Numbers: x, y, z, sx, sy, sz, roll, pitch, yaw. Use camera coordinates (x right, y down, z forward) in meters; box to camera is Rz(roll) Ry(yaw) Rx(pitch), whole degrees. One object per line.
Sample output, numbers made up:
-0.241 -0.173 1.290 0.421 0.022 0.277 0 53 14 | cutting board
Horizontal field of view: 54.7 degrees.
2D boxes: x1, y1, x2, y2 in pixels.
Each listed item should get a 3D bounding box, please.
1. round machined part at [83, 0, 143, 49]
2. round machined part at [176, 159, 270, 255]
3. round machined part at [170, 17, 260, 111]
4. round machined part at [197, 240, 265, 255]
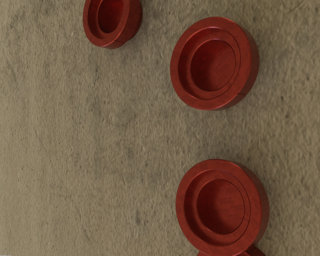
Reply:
-0.063 -0.162 0.444 0.098 0.042 0.097 0 90 39 | round machined part
0.068 0.083 0.330 0.098 0.042 0.097 -8 77 38 | round machined part
0.062 -0.067 0.341 0.098 0.042 0.097 0 90 39 | round machined part
0.075 0.173 0.331 0.098 0.042 0.097 0 90 39 | round machined part
